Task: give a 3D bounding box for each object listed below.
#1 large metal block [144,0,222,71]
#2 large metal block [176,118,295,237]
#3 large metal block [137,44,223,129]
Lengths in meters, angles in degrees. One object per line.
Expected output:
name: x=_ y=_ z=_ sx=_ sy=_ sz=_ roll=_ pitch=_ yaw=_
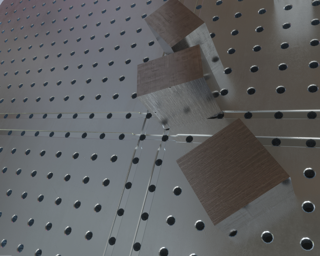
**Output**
large metal block: x=0.033 y=-0.119 z=0.428 sx=0.050 sy=0.080 sz=0.080 roll=-37 pitch=51 yaw=4
large metal block: x=0.076 y=0.051 z=0.321 sx=0.080 sy=0.050 sz=0.080 roll=-35 pitch=52 yaw=5
large metal block: x=0.026 y=-0.047 z=0.387 sx=0.080 sy=0.080 sz=0.050 roll=-14 pitch=56 yaw=20
